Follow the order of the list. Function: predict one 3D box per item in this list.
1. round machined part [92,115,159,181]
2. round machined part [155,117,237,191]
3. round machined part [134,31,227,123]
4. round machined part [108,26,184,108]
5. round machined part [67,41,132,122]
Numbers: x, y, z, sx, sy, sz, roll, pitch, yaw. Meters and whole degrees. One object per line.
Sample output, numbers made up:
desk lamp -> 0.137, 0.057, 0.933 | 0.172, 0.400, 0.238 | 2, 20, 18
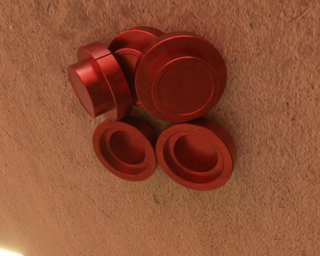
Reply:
round machined part -> -0.041, 0.023, 0.431 | 0.098, 0.042, 0.097 | 13, 124, 20
round machined part -> 0.047, 0.027, 0.388 | 0.098, 0.042, 0.097 | 13, 124, 20
round machined part -> 0.023, -0.048, 0.326 | 0.099, 0.042, 0.097 | -4, 120, -6
round machined part -> -0.024, -0.066, 0.367 | 0.098, 0.042, 0.097 | 13, 124, 20
round machined part -> -0.077, -0.051, 0.374 | 0.098, 0.042, 0.097 | 47, 154, 32
